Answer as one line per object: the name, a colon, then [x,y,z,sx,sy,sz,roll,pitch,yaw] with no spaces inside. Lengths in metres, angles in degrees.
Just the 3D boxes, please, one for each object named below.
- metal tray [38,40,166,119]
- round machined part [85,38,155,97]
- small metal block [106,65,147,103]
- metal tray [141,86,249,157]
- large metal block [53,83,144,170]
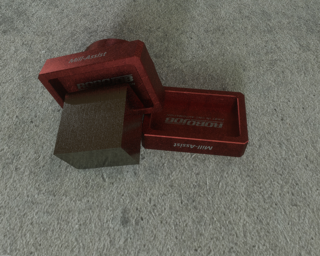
metal tray: [-0.068,-0.052,0.383,0.130,0.090,0.030,-7,49,18]
round machined part: [-0.054,-0.077,0.407,0.099,0.097,0.042,5,50,3]
small metal block: [-0.049,-0.066,0.460,0.050,0.025,0.050,5,50,4]
metal tray: [0.046,-0.011,0.411,0.131,0.030,0.090,5,50,3]
large metal block: [-0.068,0.000,0.363,0.080,0.050,0.080,-7,61,17]
